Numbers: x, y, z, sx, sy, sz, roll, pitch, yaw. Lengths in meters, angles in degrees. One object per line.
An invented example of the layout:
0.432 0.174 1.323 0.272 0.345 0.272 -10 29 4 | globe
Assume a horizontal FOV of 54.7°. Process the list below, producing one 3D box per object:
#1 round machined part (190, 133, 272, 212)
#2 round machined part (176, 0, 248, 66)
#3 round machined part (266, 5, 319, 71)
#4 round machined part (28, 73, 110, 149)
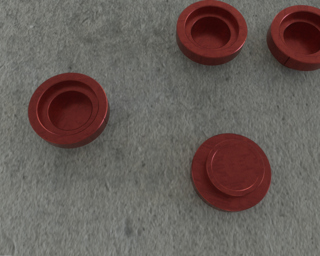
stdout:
0.088 0.052 0.381 0.099 0.042 0.098 0 70 -1 | round machined part
0.072 -0.132 0.448 0.099 0.042 0.098 0 70 -1 | round machined part
0.203 -0.124 0.447 0.099 0.042 0.098 0 70 -1 | round machined part
-0.115 -0.020 0.405 0.099 0.042 0.098 0 70 -1 | round machined part
